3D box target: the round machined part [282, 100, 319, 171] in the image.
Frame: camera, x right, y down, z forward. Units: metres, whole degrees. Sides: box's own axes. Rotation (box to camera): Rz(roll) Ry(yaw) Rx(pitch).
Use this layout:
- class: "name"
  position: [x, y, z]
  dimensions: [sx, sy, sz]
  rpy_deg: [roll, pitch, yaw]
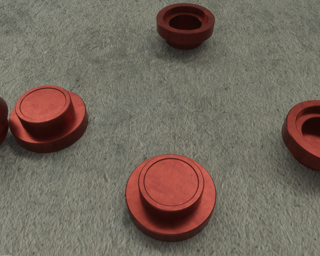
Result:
- class: "round machined part"
  position: [0.200, 0.014, 0.381]
  dimensions: [0.099, 0.042, 0.098]
  rpy_deg: [0, 50, 0]

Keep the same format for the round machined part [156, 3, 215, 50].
- class: "round machined part"
  position: [0.043, -0.173, 0.537]
  dimensions: [0.099, 0.042, 0.098]
  rpy_deg: [0, 50, 0]

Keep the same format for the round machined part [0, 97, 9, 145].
- class: "round machined part"
  position: [-0.229, 0.000, 0.379]
  dimensions: [0.098, 0.042, 0.098]
  rpy_deg: [-8, 57, 13]

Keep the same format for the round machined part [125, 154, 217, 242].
- class: "round machined part"
  position: [0.012, 0.067, 0.335]
  dimensions: [0.099, 0.042, 0.098]
  rpy_deg: [0, 50, 0]

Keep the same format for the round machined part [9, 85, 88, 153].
- class: "round machined part"
  position: [-0.148, -0.019, 0.407]
  dimensions: [0.099, 0.042, 0.098]
  rpy_deg: [0, 50, 0]
